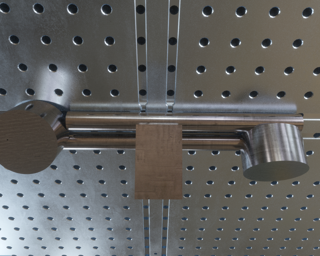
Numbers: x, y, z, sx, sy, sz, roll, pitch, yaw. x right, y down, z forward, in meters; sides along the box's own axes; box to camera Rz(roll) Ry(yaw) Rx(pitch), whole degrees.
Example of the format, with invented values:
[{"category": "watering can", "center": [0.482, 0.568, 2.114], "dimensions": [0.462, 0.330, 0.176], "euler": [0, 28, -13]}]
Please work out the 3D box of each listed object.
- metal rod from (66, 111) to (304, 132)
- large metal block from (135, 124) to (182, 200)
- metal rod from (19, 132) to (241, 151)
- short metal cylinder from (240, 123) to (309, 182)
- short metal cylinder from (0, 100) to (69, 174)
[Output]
[{"category": "metal rod", "center": [0.032, -0.008, 0.404], "dimensions": [0.302, 0.025, 0.025], "euler": [1, 130, -1]}, {"category": "large metal block", "center": [-0.002, 0.041, 0.371], "dimensions": [0.050, 0.080, 0.080], "euler": [1, 172, -1]}, {"category": "metal rod", "center": [-0.043, 0.018, 0.426], "dimensions": [0.302, 0.025, 0.025], "euler": [0, 130, -1]}, {"category": "short metal cylinder", "center": [0.148, 0.034, 0.408], "dimensions": [0.081, 0.050, 0.080], "euler": [0, 152, 0]}, {"category": "short metal cylinder", "center": [-0.160, 0.010, 0.383], "dimensions": [0.081, 0.050, 0.079], "euler": [0, 107, -1]}]
